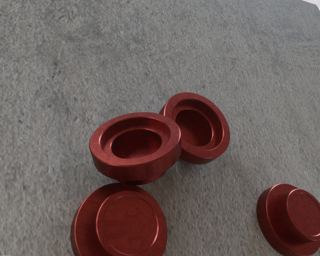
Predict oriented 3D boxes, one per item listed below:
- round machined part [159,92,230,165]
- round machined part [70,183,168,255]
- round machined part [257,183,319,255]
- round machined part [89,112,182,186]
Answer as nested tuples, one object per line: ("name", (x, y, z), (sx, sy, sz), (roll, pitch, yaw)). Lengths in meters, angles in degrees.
("round machined part", (0.041, 0.004, 0.414), (0.099, 0.042, 0.098), (14, 56, -21))
("round machined part", (-0.036, 0.102, 0.313), (0.099, 0.042, 0.098), (14, 56, -21))
("round machined part", (0.185, 0.122, 0.421), (0.099, 0.042, 0.098), (14, 56, -21))
("round machined part", (-0.025, 0.026, 0.345), (0.099, 0.042, 0.098), (-4, 34, 3))
